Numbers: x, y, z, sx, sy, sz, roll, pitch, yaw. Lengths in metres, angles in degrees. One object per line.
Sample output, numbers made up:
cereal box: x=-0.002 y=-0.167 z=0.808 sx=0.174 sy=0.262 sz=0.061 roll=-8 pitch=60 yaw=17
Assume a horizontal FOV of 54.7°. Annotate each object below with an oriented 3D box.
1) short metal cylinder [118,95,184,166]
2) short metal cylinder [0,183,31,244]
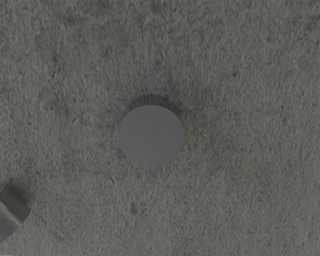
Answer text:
short metal cylinder: x=-0.011 y=0.002 z=0.397 sx=0.081 sy=0.050 sz=0.079 roll=0 pitch=110 yaw=-1
short metal cylinder: x=-0.227 y=0.121 z=0.422 sx=0.080 sy=0.080 sz=0.050 roll=-32 pitch=107 yaw=10
